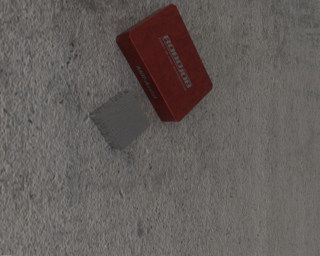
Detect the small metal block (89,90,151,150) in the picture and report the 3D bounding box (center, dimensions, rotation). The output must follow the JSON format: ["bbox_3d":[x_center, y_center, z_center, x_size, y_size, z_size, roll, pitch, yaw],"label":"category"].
[{"bbox_3d":[-0.046,-0.009,0.366,0.050,0.025,0.050,-43,116,-31],"label":"small metal block"}]

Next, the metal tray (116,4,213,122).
[{"bbox_3d":[0.011,-0.084,0.411,0.090,0.030,0.130,-44,117,-31],"label":"metal tray"}]
